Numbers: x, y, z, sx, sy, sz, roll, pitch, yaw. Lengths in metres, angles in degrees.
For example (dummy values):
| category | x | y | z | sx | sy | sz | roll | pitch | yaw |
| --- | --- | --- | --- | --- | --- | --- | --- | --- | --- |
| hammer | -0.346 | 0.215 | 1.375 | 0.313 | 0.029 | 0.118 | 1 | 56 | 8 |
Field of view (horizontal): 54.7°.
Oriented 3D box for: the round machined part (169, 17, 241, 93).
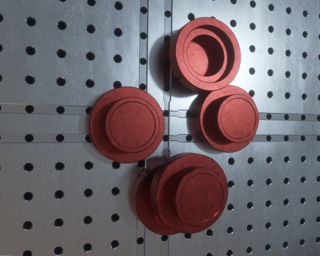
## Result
| category | x | y | z | sx | sy | sz | roll | pitch | yaw |
| --- | --- | --- | --- | --- | --- | --- | --- | --- | --- |
| round machined part | 0.058 | -0.097 | 0.426 | 0.099 | 0.042 | 0.097 | 0 | 90 | -20 |

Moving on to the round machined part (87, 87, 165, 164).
| category | x | y | z | sx | sy | sz | roll | pitch | yaw |
| --- | --- | --- | --- | --- | --- | --- | --- | --- | --- |
| round machined part | -0.039 | -0.004 | 0.390 | 0.099 | 0.042 | 0.097 | 0 | 90 | -21 |

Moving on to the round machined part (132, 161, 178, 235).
| category | x | y | z | sx | sy | sz | roll | pitch | yaw |
| --- | --- | --- | --- | --- | --- | --- | --- | --- | --- |
| round machined part | 0.015 | 0.094 | 0.411 | 0.099 | 0.042 | 0.097 | 0 | 90 | -21 |

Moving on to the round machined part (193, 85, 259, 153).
| category | x | y | z | sx | sy | sz | roll | pitch | yaw |
| --- | --- | --- | --- | --- | --- | --- | --- | --- | --- |
| round machined part | 0.101 | -0.013 | 0.442 | 0.099 | 0.042 | 0.097 | 0 | 90 | -20 |

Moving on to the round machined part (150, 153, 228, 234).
| category | x | y | z | sx | sy | sz | roll | pitch | yaw |
| --- | --- | --- | --- | --- | --- | --- | --- | --- | --- |
| round machined part | 0.041 | 0.080 | 0.375 | 0.099 | 0.042 | 0.097 | 0 | 91 | -21 |
